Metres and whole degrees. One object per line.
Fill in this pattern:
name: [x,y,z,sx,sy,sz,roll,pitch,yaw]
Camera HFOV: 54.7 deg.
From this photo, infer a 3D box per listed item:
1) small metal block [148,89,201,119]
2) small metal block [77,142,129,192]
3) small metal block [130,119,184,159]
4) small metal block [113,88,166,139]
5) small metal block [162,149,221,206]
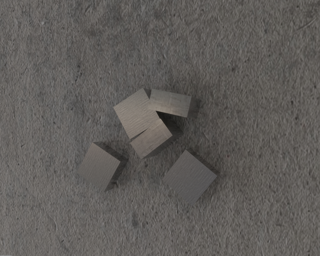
small metal block: [0.019,-0.030,0.389,0.050,0.050,0.025,14,95,19]
small metal block: [-0.081,0.054,0.437,0.050,0.025,0.050,32,100,17]
small metal block: [-0.002,0.013,0.396,0.050,0.050,0.025,-38,78,16]
small metal block: [-0.027,-0.019,0.418,0.050,0.025,0.050,-31,80,17]
small metal block: [0.040,0.062,0.395,0.050,0.025,0.050,40,103,15]
